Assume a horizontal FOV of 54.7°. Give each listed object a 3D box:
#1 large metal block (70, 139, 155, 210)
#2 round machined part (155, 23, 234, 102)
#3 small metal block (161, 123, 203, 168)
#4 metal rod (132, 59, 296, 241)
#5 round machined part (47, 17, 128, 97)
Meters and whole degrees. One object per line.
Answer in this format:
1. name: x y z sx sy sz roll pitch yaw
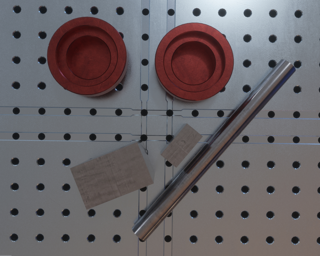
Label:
1. large metal block: -0.054 0.053 0.385 0.080 0.080 0.050 -21 90 0
2. round machined part: 0.043 -0.083 0.405 0.099 0.042 0.097 0 90 0
3. small metal block: 0.026 0.021 0.401 0.025 0.050 0.050 40 90 0
4. metal rod: 0.071 0.029 0.413 0.025 0.025 0.300 42 90 0
5. round machined part: -0.091 -0.090 0.404 0.099 0.042 0.097 0 90 0
